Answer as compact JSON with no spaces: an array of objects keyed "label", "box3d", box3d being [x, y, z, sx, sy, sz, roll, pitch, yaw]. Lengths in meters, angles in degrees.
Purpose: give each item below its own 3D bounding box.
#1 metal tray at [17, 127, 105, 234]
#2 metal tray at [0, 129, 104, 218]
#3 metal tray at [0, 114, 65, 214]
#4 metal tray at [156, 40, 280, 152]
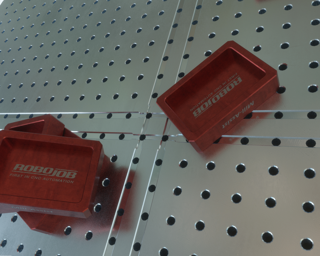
[{"label":"metal tray","box3d":[-0.149,0.069,0.439,0.090,0.030,0.130,27,76,36]},{"label":"metal tray","box3d":[-0.141,0.054,0.375,0.131,0.030,0.090,7,60,-1]},{"label":"metal tray","box3d":[-0.190,0.049,0.432,0.090,0.030,0.130,-11,57,22]},{"label":"metal tray","box3d":[0.070,-0.043,0.393,0.130,0.030,0.090,-39,51,1]}]
